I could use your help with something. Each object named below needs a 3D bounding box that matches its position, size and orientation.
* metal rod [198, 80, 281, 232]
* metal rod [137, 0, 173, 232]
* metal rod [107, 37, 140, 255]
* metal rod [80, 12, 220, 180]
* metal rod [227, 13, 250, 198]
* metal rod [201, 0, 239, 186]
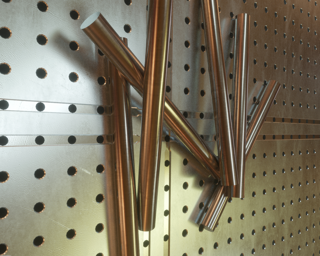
[{"bbox_3d":[0.142,0.034,0.526,0.025,0.025,0.300,47,62,-30],"label":"metal rod"},{"bbox_3d":[-0.008,-0.017,0.349,0.025,0.025,0.298,-11,113,-39],"label":"metal rod"},{"bbox_3d":[-0.043,0.045,0.372,0.025,0.025,0.298,-5,93,-40],"label":"metal rod"},{"bbox_3d":[0.012,-0.018,0.396,0.300,0.025,0.025,47,62,-37],"label":"metal rod"},{"bbox_3d":[0.127,-0.041,0.497,0.025,0.025,0.299,14,76,-39],"label":"metal rod"},{"bbox_3d":[0.087,-0.066,0.460,0.025,0.025,0.299,-3,86,-40],"label":"metal rod"}]
